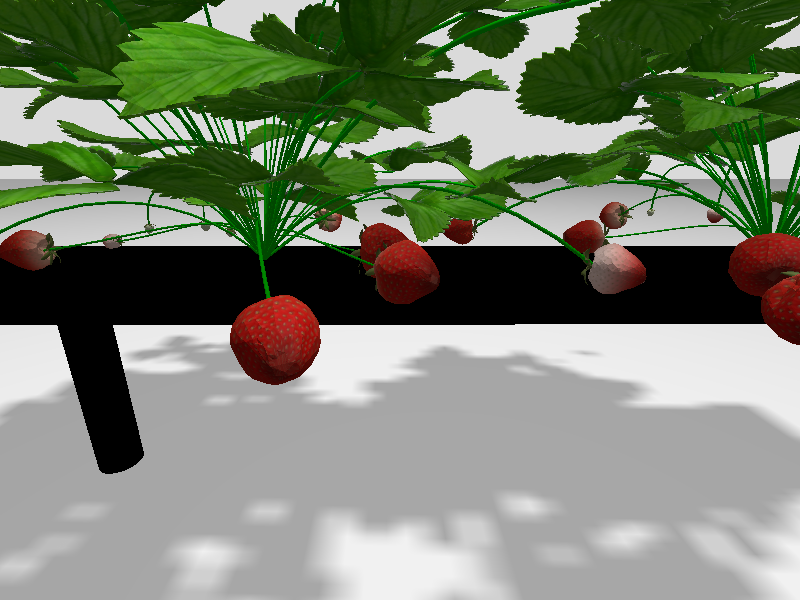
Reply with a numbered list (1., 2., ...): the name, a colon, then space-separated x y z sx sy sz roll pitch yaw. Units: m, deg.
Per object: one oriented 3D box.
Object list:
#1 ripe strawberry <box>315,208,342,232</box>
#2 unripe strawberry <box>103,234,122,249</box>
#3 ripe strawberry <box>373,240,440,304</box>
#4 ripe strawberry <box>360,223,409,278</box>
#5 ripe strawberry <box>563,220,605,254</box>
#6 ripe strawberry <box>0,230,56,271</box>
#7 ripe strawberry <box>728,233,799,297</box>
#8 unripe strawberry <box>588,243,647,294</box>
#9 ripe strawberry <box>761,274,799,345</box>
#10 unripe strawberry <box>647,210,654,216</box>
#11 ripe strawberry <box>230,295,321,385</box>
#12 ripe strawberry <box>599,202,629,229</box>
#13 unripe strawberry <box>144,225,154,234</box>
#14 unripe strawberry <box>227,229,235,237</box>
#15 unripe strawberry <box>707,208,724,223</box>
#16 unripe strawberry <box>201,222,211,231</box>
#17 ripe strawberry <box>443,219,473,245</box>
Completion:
1. ripe strawberry: -0.090 -0.107 0.517 0.034 0.036 0.037 3 18 9
2. unripe strawberry: -0.288 -0.059 0.400 0.017 0.014 0.017 5 19 15
3. ripe strawberry: 0.005 -0.015 0.238 0.040 0.039 0.037 17 25 40
4. ripe strawberry: -0.009 -0.033 0.283 0.039 0.041 0.036 12 22 30
5. ripe strawberry: 0.172 -0.060 0.377 0.035 0.030 0.035 2 19 9
6. ripe strawberry: -0.299 -0.040 0.320 0.034 0.033 0.031 -4 19 -10
7. ripe strawberry: 0.226 -0.019 0.240 0.046 0.039 0.046 16 25 39
8. unripe strawberry: 0.140 -0.019 0.258 0.034 0.033 0.031 12 21 18
9. ripe strawberry: 0.180 0.007 0.172 0.039 0.035 0.035 14 41 36
10. unripe strawberry: 0.360 -0.125 0.575 0.009 0.010 0.010 2 19 7
11. ripe strawberry: -0.045 0.017 0.149 0.033 0.034 0.036 -6 20 -18
12. ripe strawberry: 0.285 -0.114 0.538 0.034 0.036 0.037 -4 10 -12
13. unripe strawberry: -0.267 -0.076 0.427 0.010 0.010 0.009 10 21 27
14. unripe strawberry: -0.198 -0.079 0.468 0.010 0.011 0.011 -12 -19 -31
15. unripe strawberry: 0.449 -0.121 0.570 0.022 0.022 0.019 9 21 26
16. unripe strawberry: -0.232 -0.088 0.477 0.011 0.011 0.011 -15 24 -38
17. ripe strawberry: 0.061 -0.073 0.419 0.031 0.031 0.034 1 18 15
